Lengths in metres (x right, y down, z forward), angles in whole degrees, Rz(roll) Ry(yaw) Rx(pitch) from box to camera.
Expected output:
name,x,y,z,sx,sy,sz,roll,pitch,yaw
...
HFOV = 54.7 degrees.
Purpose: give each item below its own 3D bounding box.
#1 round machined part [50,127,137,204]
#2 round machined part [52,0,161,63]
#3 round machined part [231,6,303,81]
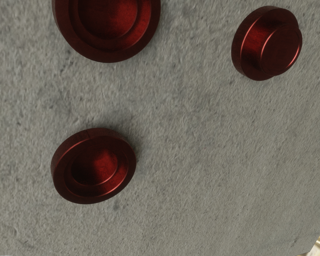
name,x,y,z,sx,sy,sz,roll,pitch,yaw
round machined part,-0.082,0.042,0.378,0.099,0.042,0.097,-14,125,-21
round machined part,-0.052,-0.116,0.296,0.099,0.042,0.097,-14,125,-21
round machined part,0.148,-0.108,0.412,0.099,0.042,0.097,-14,125,-21
